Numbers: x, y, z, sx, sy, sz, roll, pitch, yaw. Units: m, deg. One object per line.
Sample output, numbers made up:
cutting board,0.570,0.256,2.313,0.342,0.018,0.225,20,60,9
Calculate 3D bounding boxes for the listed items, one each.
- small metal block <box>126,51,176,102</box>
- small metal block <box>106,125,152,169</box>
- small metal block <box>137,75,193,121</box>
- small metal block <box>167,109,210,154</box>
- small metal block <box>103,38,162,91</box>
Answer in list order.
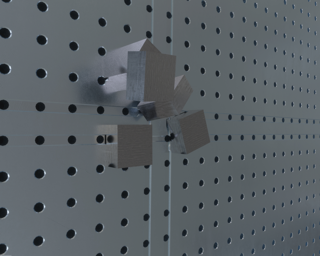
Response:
small metal block,-0.009,-0.055,0.334,0.050,0.025,0.050,-8,104,-51
small metal block,-0.037,0.021,0.377,0.050,0.025,0.050,-1,91,-40
small metal block,0.007,-0.037,0.391,0.025,0.050,0.050,56,44,-26
small metal block,0.041,0.005,0.443,0.050,0.025,0.050,-23,104,-38
small metal block,-0.033,-0.073,0.364,0.025,0.050,0.050,40,66,-33
